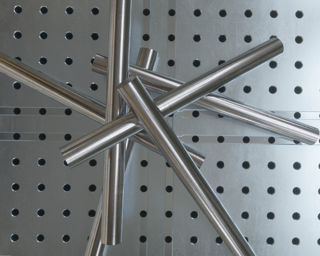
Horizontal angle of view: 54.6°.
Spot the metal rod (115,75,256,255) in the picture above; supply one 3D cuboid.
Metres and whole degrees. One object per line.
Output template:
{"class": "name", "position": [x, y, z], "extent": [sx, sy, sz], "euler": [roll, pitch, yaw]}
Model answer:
{"class": "metal rod", "position": [0.045, 0.070, 0.360], "extent": [0.025, 0.025, 0.300], "euler": [-34, 112, 0]}

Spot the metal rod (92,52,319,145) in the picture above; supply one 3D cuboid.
{"class": "metal rod", "position": [0.063, -0.035, 0.398], "extent": [0.301, 0.025, 0.025], "euler": [18, 90, -7]}

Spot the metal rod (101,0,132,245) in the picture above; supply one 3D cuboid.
{"class": "metal rod", "position": [-0.051, -0.015, 0.361], "extent": [0.025, 0.025, 0.298], "euler": [3, 93, 0]}

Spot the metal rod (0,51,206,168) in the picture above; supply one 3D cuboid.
{"class": "metal rod", "position": [-0.083, -0.023, 0.393], "extent": [0.301, 0.025, 0.025], "euler": [27, 90, 7]}

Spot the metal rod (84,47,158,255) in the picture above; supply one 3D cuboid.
{"class": "metal rod", "position": [-0.053, 0.041, 0.413], "extent": [0.025, 0.025, 0.299], "euler": [15, 90, 0]}

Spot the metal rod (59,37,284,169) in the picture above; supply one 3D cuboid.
{"class": "metal rod", "position": [0.028, -0.038, 0.363], "extent": [0.302, 0.025, 0.025], "euler": [-29, 90, -18]}
